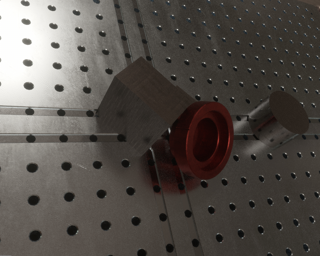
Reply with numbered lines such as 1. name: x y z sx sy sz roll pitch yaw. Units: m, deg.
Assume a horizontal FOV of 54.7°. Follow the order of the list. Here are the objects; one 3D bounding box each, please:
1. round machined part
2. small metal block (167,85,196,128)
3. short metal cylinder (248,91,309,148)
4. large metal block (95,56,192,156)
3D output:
1. round machined part: 0.050 0.014 0.397 0.099 0.042 0.097 -9 102 -44
2. small metal block: 0.026 -0.025 0.439 0.050 0.025 0.050 39 51 -2
3. short metal cylinder: 0.194 -0.014 0.508 0.081 0.050 0.080 14 56 -21
4. large metal block: -0.022 -0.025 0.377 0.080 0.080 0.050 42 51 0
